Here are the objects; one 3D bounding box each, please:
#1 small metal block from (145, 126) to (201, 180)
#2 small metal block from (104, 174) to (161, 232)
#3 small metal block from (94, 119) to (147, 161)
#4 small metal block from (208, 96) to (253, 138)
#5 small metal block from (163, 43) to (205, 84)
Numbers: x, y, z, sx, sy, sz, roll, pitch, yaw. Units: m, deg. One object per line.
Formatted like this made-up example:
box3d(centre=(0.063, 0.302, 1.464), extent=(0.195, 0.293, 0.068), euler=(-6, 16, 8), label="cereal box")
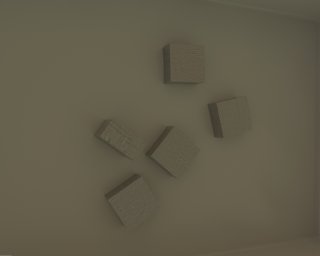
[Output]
box3d(centre=(0.017, 0.033, 0.417), extent=(0.050, 0.025, 0.050), euler=(42, 77, -15), label="small metal block")
box3d(centre=(-0.035, 0.095, 0.398), extent=(0.050, 0.025, 0.050), euler=(-33, 101, -17), label="small metal block")
box3d(centre=(-0.050, 0.014, 0.379), extent=(0.050, 0.050, 0.025), euler=(37, 78, -16), label="small metal block")
box3d(centre=(0.102, -0.016, 0.448), extent=(0.050, 0.025, 0.050), euler=(-14, 95, -20), label="small metal block")
box3d(centre=(0.033, -0.086, 0.422), extent=(0.050, 0.025, 0.050), euler=(-2, 91, -20), label="small metal block")
